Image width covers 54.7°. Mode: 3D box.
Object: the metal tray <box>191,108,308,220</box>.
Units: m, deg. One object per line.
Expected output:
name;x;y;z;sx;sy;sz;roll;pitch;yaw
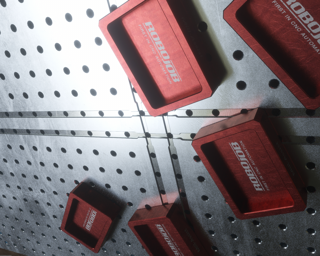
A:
metal tray;0.109;0.049;0.379;0.090;0.030;0.130;-22;107;36

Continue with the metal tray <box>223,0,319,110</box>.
metal tray;0.134;-0.090;0.281;0.130;0.030;0.090;46;129;-5

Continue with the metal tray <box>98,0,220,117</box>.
metal tray;-0.001;-0.084;0.354;0.090;0.030;0.130;-19;109;35

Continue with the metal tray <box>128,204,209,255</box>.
metal tray;0.017;0.191;0.515;0.090;0.030;0.130;-21;108;35

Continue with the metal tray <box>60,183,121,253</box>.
metal tray;-0.133;0.171;0.581;0.090;0.030;0.129;31;128;7
